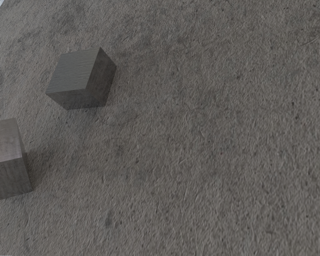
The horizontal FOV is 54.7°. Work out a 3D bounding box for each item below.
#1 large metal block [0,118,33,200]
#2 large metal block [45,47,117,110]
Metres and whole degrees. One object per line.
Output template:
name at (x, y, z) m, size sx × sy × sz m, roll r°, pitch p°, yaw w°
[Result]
large metal block at (-0.224, 0.045, 0.450) m, size 0.050 × 0.079 × 0.080 m, roll -13°, pitch 48°, yaw -21°
large metal block at (-0.126, -0.079, 0.502) m, size 0.080 × 0.050 × 0.080 m, roll -3°, pitch 60°, yaw 27°
